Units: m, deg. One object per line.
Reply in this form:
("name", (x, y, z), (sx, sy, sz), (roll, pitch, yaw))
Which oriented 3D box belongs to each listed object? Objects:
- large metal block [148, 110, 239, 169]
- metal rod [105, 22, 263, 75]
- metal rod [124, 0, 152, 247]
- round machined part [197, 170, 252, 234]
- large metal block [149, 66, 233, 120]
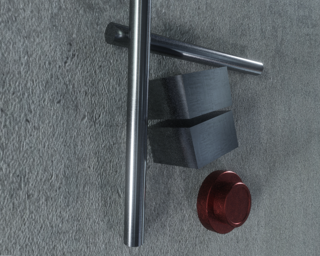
("large metal block", (0.042, 0.012, 0.407), (0.081, 0.080, 0.050), (-21, 104, -38))
("metal rod", (0.058, -0.108, 0.455), (0.302, 0.025, 0.025), (1, 90, -40))
("metal rod", (-0.027, -0.008, 0.364), (0.025, 0.025, 0.298), (-3, 98, -40))
("round machined part", (0.107, 0.117, 0.486), (0.099, 0.042, 0.097), (0, 90, -40))
("large metal block", (0.033, -0.044, 0.398), (0.081, 0.080, 0.050), (-18, 102, -39))
